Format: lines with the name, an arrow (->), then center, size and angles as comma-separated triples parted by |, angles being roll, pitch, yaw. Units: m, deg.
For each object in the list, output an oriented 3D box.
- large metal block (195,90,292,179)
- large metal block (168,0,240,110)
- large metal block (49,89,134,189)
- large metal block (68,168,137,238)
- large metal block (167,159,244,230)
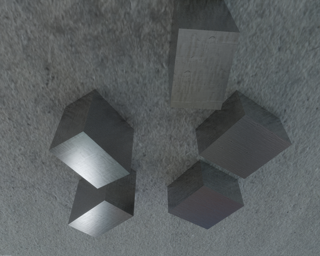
large metal block -> 0.105, 0.011, 0.402 | 0.080, 0.050, 0.080 | 29, 124, -23
large metal block -> 0.037, -0.075, 0.308 | 0.050, 0.080, 0.079 | 3, 130, -3
large metal block -> -0.078, 0.013, 0.381 | 0.050, 0.080, 0.080 | -27, 125, 21
large metal block -> -0.083, 0.102, 0.457 | 0.080, 0.080, 0.050 | -37, 122, 26
large metal block -> 0.068, 0.105, 0.482 | 0.080, 0.050, 0.080 | 29, 124, -23
